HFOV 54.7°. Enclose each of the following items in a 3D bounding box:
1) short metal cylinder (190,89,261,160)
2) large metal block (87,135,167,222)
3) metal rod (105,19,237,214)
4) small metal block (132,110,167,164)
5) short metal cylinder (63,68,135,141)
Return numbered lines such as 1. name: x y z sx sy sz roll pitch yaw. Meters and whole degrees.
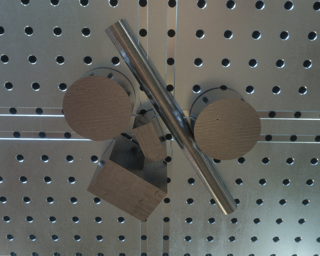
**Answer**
1. short metal cylinder: 0.081 -0.006 0.395 0.081 0.050 0.079 0 110 0
2. large metal block: -0.038 0.061 0.401 0.080 0.080 0.050 33 108 -11
3. metal rod: 0.024 -0.002 0.409 0.025 0.025 0.299 -30 108 10
4. small metal block: -0.012 0.010 0.399 0.025 0.050 0.050 -20 109 7
5. short metal cylinder: -0.073 -0.030 0.384 0.081 0.050 0.079 0 110 0
